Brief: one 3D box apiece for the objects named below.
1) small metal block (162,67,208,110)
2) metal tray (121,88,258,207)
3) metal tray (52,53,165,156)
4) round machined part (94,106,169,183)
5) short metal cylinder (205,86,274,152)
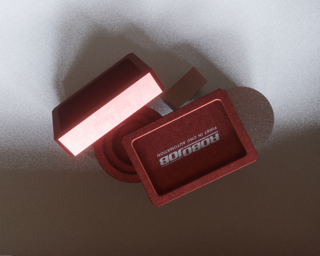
[{"bbox_3d":[0.030,-0.048,0.397,0.050,0.050,0.025,-43,90,-2],"label":"small metal block"},{"bbox_3d":[0.033,0.022,0.360,0.130,0.030,0.090,-26,90,4],"label":"metal tray"},{"bbox_3d":[-0.067,-0.033,0.375,0.130,0.090,0.030,-36,122,-1],"label":"metal tray"},{"bbox_3d":[-0.032,0.019,0.402,0.099,0.042,0.097,0,90,-1],"label":"round machined part"},{"bbox_3d":[0.098,-0.011,0.398,0.081,0.050,0.079,0,90,-1],"label":"short metal cylinder"}]
